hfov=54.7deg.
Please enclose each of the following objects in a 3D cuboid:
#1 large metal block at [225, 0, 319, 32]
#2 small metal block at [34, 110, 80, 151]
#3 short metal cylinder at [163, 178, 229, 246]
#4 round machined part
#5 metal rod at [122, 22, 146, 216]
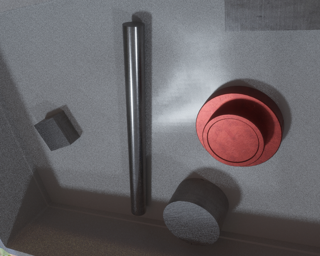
[{"bbox_3d":[0.102,-0.113,0.249,0.080,0.080,0.050,7,121,24],"label":"large metal block"},{"bbox_3d":[-0.165,0.005,0.496,0.050,0.025,0.050,-17,110,34],"label":"small metal block"},{"bbox_3d":[0.051,0.118,0.437,0.080,0.050,0.079,13,124,20],"label":"short metal cylinder"},{"bbox_3d":[0.088,0.005,0.354,0.098,0.042,0.097,13,124,20],"label":"round machined part"},{"bbox_3d":[-0.032,0.009,0.429,0.025,0.025,0.298,14,124,20],"label":"metal rod"}]
